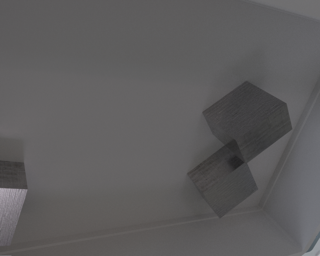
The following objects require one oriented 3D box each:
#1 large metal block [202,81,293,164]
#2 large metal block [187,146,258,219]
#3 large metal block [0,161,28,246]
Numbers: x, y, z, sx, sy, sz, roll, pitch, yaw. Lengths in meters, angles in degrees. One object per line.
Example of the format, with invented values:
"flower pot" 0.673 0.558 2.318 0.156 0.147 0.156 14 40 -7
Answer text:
"large metal block" 0.120 -0.010 0.432 0.080 0.080 0.050 -36 129 -5
"large metal block" 0.103 0.087 0.502 0.080 0.050 0.080 -36 129 -4
"large metal block" -0.197 0.080 0.334 0.081 0.050 0.079 11 113 -33
